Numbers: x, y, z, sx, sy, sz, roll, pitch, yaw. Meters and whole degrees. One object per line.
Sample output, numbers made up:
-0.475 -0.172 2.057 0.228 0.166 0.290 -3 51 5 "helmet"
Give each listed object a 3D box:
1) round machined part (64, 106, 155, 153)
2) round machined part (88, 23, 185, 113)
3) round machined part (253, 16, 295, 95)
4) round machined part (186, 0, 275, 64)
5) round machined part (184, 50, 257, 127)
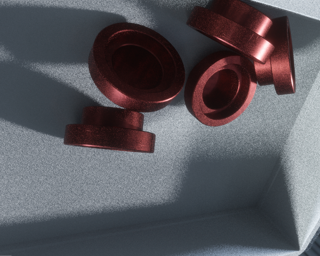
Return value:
-0.053 0.002 0.344 0.099 0.098 0.042 9 83 -33 "round machined part"
-0.026 -0.058 0.325 0.099 0.098 0.042 0 154 -29 "round machined part"
0.148 -0.091 0.402 0.042 0.098 0.098 -5 135 27 "round machined part"
0.082 -0.111 0.339 0.099 0.098 0.042 16 110 -35 "round machined part"
0.074 -0.054 0.407 0.099 0.042 0.097 -14 125 -21 "round machined part"
